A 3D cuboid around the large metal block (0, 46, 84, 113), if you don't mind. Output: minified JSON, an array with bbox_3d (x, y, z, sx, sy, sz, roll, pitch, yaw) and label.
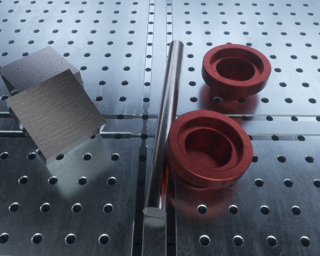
[{"bbox_3d":[-0.167,-0.064,0.443,0.080,0.050,0.080,-36,59,-26],"label":"large metal block"}]

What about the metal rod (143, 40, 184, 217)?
[{"bbox_3d":[0.011,-0.024,0.427,0.025,0.025,0.300,5,50,4],"label":"metal rod"}]

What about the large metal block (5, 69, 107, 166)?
[{"bbox_3d":[-0.125,-0.012,0.379,0.080,0.050,0.080,-34,89,-25],"label":"large metal block"}]

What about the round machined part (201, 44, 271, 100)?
[{"bbox_3d":[0.111,-0.080,0.465,0.099,0.042,0.098,0,50,0],"label":"round machined part"}]

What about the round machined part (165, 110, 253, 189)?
[{"bbox_3d":[0.055,0.028,0.367,0.099,0.042,0.098,6,51,-7],"label":"round machined part"}]
